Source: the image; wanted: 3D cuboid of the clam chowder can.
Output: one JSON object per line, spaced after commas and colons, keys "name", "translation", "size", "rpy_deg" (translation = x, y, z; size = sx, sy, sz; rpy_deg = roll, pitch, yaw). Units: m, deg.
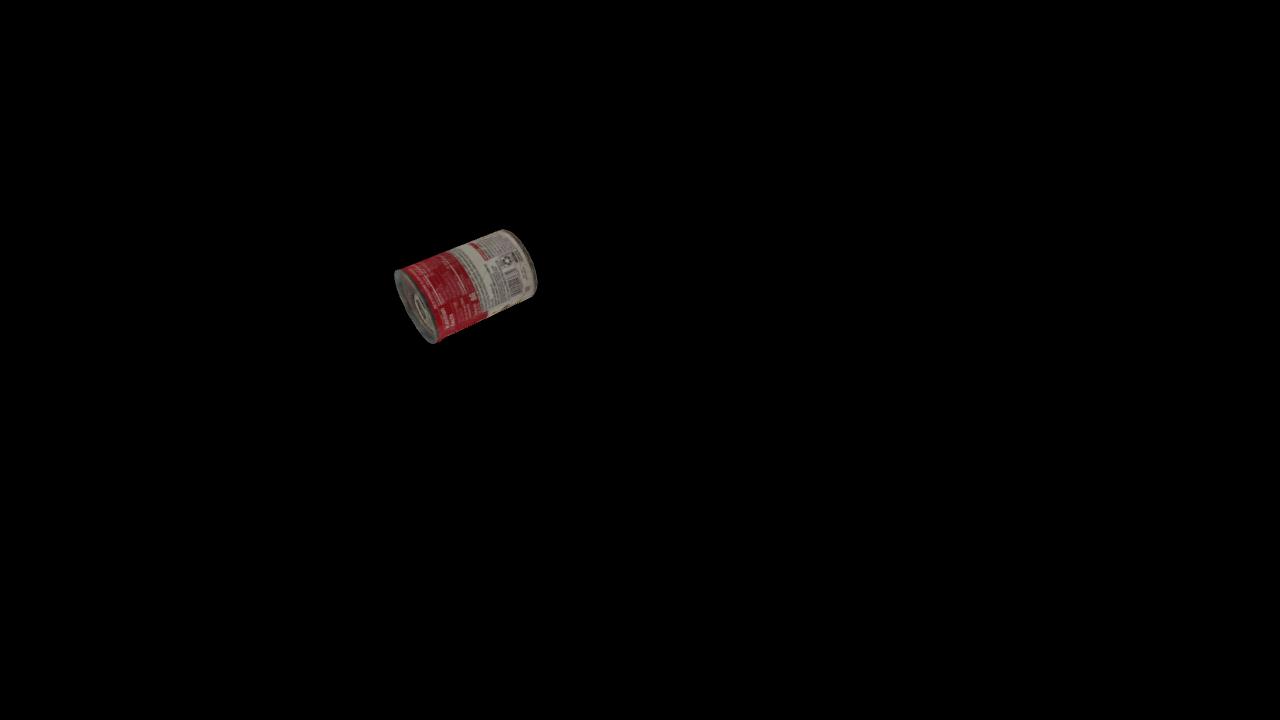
{"name": "clam chowder can", "translation": [-0.149, -0.066, 0.535], "size": [0.102, 0.068, 0.068], "rpy_deg": [-31, 16, -28]}
